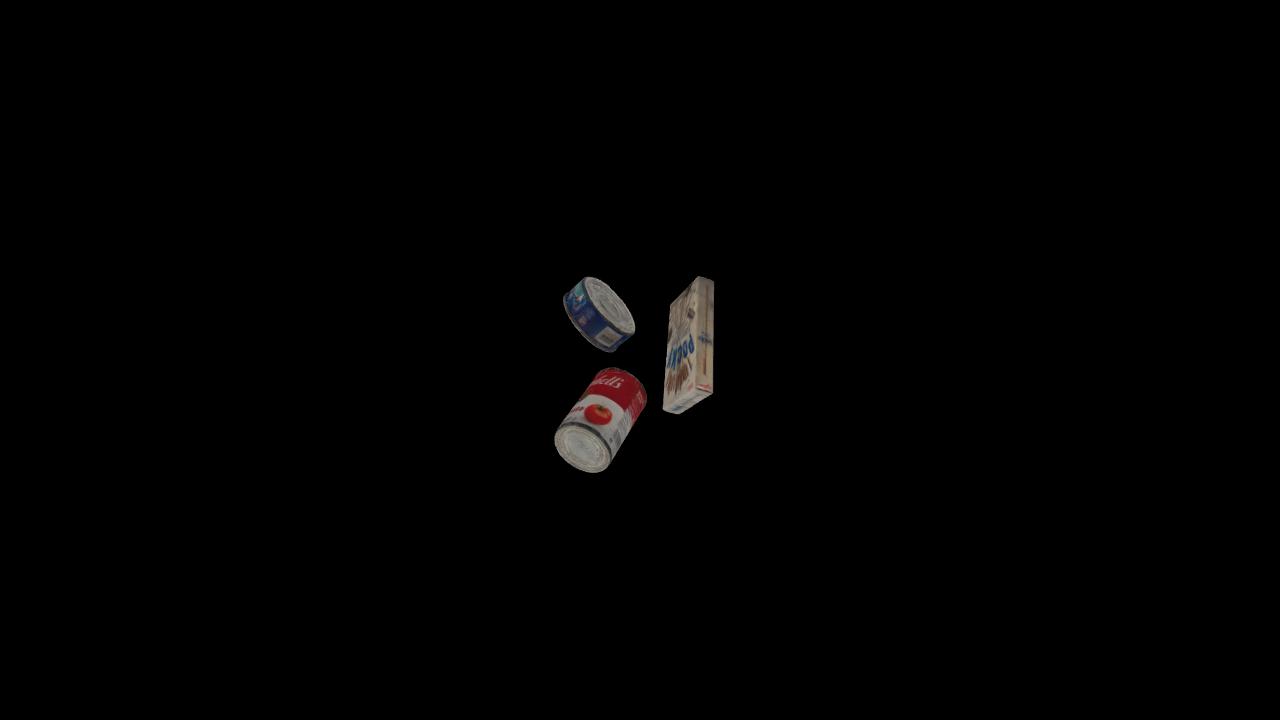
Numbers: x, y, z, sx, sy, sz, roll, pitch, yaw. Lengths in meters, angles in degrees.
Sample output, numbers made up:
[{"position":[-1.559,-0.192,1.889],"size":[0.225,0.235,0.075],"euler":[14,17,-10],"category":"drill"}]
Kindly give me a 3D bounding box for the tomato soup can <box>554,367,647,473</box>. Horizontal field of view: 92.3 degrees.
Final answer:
[{"position":[-0.042,0.065,0.666],"size":[0.068,0.068,0.101],"euler":[0,35,27],"category":"tomato soup can"}]

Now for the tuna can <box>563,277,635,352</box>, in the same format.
[{"position":[-0.044,-0.052,0.682],"size":[0.034,0.084,0.084],"euler":[-39,-16,21],"category":"tuna can"}]

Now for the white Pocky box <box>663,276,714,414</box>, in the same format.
[{"position":[0.061,-0.018,0.758],"size":[0.028,0.154,0.084],"euler":[15,-28,-20],"category":"white Pocky box"}]
